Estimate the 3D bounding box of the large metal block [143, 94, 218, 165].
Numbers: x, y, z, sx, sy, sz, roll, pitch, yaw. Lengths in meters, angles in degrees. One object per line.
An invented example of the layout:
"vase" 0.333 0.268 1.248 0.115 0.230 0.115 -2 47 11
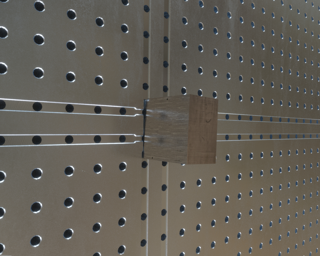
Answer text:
"large metal block" 0.025 0.002 0.395 0.050 0.080 0.080 4 87 -40
